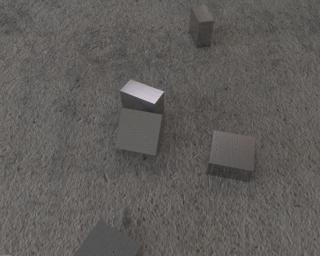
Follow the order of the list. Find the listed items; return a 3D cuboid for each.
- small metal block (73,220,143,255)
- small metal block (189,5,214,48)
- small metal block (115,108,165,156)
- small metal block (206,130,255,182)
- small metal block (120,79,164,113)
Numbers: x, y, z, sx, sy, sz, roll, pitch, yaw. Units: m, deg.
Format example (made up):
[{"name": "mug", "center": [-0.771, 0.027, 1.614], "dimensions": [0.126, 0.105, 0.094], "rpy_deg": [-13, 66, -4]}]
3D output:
[{"name": "small metal block", "center": [-0.051, 0.126, 0.297], "dimensions": [0.050, 0.025, 0.050], "rpy_deg": [23, 54, 18]}, {"name": "small metal block", "center": [0.070, -0.175, 0.534], "dimensions": [0.025, 0.050, 0.050], "rpy_deg": [-9, 51, -8]}, {"name": "small metal block", "center": [-0.024, 0.003, 0.382], "dimensions": [0.050, 0.025, 0.050], "rpy_deg": [10, 96, 8]}, {"name": "small metal block", "center": [0.086, 0.033, 0.375], "dimensions": [0.050, 0.025, 0.050], "rpy_deg": [10, 51, 8]}, {"name": "small metal block", "center": [-0.023, -0.031, 0.413], "dimensions": [0.050, 0.050, 0.025], "rpy_deg": [22, 54, 17]}]
